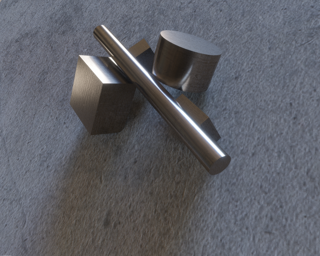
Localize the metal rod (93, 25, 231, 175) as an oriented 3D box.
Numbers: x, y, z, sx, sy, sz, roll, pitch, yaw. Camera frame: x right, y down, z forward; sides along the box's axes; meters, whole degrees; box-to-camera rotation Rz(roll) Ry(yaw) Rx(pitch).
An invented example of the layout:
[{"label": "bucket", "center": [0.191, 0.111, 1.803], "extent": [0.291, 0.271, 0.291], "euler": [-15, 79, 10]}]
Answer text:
[{"label": "metal rod", "center": [-0.017, -0.056, 0.383], "extent": [0.025, 0.025, 0.300], "euler": [-40, 51, 1]}]

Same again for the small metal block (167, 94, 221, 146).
[{"label": "small metal block", "center": [0.041, -0.006, 0.367], "extent": [0.025, 0.050, 0.050], "euler": [-42, 51, 0]}]

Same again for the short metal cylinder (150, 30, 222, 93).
[{"label": "short metal cylinder", "center": [0.032, -0.086, 0.397], "extent": [0.080, 0.081, 0.050], "euler": [45, 129, 39]}]

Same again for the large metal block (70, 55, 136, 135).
[{"label": "large metal block", "center": [-0.083, -0.047, 0.437], "extent": [0.080, 0.050, 0.079], "euler": [47, 129, 38]}]

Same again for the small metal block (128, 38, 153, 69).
[{"label": "small metal block", "center": [-0.029, -0.096, 0.462], "extent": [0.050, 0.050, 0.025], "euler": [-34, 52, 6]}]
